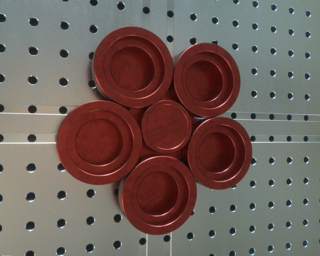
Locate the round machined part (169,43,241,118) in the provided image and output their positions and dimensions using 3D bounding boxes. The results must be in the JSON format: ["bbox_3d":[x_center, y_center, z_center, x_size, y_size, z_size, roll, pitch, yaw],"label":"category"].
[{"bbox_3d":[0.056,-0.063,0.424,0.099,0.042,0.097,0,90,-20],"label":"round machined part"}]

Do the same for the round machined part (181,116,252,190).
[{"bbox_3d":[0.074,0.033,0.430,0.099,0.042,0.097,0,90,-20],"label":"round machined part"}]

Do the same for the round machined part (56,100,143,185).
[{"bbox_3d":[-0.074,0.017,0.376,0.099,0.042,0.097,0,90,-20],"label":"round machined part"}]

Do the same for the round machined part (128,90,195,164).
[{"bbox_3d":[0.003,-0.001,0.404,0.099,0.042,0.097,0,90,-20],"label":"round machined part"}]

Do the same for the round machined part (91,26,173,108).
[{"bbox_3d":[-0.036,-0.073,0.390,0.099,0.042,0.097,0,90,-20],"label":"round machined part"}]

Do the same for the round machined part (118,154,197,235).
[{"bbox_3d":[-0.006,0.083,0.401,0.099,0.042,0.097,0,90,-20],"label":"round machined part"}]
